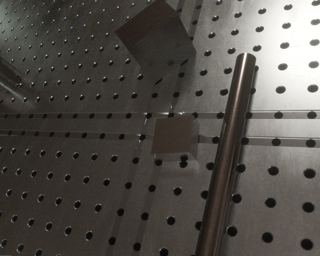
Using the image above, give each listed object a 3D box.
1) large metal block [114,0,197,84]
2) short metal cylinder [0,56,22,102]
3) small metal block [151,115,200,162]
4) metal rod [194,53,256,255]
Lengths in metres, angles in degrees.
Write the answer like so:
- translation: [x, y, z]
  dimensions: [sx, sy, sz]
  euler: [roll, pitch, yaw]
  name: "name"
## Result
- translation: [-0.005, -0.125, 0.451]
  dimensions: [0.080, 0.080, 0.050]
  euler: [-37, 51, 3]
  name: "large metal block"
- translation: [-0.329, -0.099, 0.622]
  dimensions: [0.080, 0.050, 0.080]
  euler: [-13, 56, 20]
  name: "short metal cylinder"
- translation: [0.020, 0.014, 0.388]
  dimensions: [0.050, 0.025, 0.050]
  euler: [-5, 59, 25]
  name: "small metal block"
- translation: [0.073, 0.042, 0.343]
  dimensions: [0.025, 0.025, 0.300]
  euler: [3, 63, 29]
  name: "metal rod"
